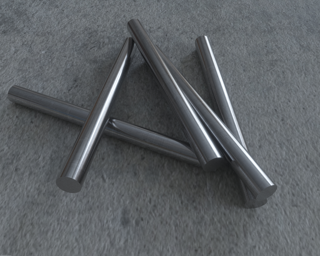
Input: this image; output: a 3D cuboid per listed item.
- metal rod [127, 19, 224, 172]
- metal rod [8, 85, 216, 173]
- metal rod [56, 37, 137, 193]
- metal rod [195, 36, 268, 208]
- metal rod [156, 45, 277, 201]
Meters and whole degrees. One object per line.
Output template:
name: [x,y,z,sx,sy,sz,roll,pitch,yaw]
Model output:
metal rod: [0.007,-0.066,0.428,0.025,0.025,0.300,-15,51,-13]
metal rod: [-0.069,-0.004,0.405,0.301,0.025,0.025,18,52,14]
metal rod: [-0.069,-0.043,0.410,0.025,0.025,0.300,6,42,5]
metal rod: [0.088,-0.032,0.431,0.025,0.025,0.300,-5,50,-4]
metal rod: [0.048,-0.030,0.410,0.025,0.025,0.300,-18,47,-15]
